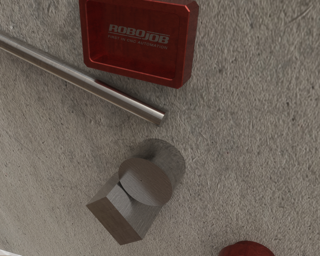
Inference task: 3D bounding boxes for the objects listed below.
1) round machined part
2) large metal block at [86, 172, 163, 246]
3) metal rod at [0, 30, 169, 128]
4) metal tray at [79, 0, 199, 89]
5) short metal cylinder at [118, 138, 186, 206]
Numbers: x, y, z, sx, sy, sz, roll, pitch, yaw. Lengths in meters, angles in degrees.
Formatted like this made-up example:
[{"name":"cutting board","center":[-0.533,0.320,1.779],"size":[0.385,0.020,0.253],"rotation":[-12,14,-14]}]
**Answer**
[{"name":"round machined part","center":[0.133,0.205,0.452],"size":[0.098,0.042,0.097],"rotation":[13,124,20]},{"name":"large metal block","center":[-0.048,0.113,0.465],"size":[0.050,0.080,0.080],"rotation":[-30,102,37]},{"name":"metal rod","center":[-0.127,-0.077,0.423],"size":[0.301,0.025,0.025],"rotation":[26,128,11]},{"name":"metal tray","center":[-0.027,-0.103,0.352],"size":[0.130,0.030,0.089],"rotation":[16,125,18]},{"name":"short metal cylinder","center":[-0.010,0.061,0.433],"size":[0.080,0.050,0.079],"rotation":[13,124,20]}]
